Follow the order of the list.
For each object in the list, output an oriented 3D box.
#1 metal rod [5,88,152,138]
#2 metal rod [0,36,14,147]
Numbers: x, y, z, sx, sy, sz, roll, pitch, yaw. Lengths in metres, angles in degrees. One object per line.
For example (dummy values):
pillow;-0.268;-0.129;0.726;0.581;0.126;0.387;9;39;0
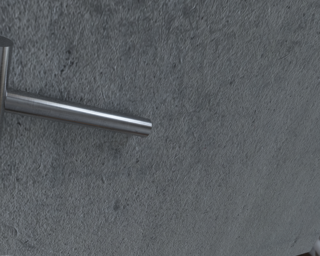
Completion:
metal rod;-0.141;-0.025;0.314;0.302;0.025;0.025;12;112;-34
metal rod;-0.182;0.051;0.317;0.025;0.025;0.298;4;123;-31
